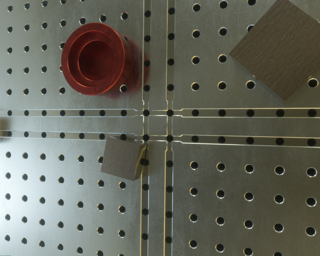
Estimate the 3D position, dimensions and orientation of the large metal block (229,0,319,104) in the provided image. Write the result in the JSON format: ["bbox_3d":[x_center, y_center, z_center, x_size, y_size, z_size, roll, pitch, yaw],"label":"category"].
[{"bbox_3d":[0.139,-0.084,0.350,0.080,0.050,0.080,45,104,14],"label":"large metal block"}]

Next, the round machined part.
[{"bbox_3d":[-0.084,-0.093,0.433,0.098,0.042,0.097,0,90,20],"label":"round machined part"}]

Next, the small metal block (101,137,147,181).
[{"bbox_3d":[-0.050,0.041,0.430,0.050,0.025,0.050,12,94,19],"label":"small metal block"}]
